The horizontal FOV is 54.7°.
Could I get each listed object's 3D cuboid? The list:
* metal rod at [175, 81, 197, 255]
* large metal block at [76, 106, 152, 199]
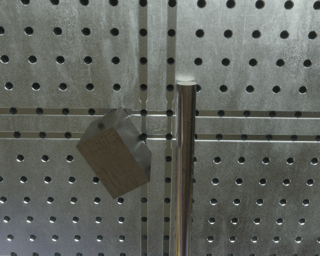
[{"bbox_3d":[0.035,0.083,0.444,0.025,0.025,0.298,0,110,0],"label":"metal rod"},{"bbox_3d":[-0.053,0.028,0.394,0.050,0.080,0.080,-28,108,10],"label":"large metal block"}]
